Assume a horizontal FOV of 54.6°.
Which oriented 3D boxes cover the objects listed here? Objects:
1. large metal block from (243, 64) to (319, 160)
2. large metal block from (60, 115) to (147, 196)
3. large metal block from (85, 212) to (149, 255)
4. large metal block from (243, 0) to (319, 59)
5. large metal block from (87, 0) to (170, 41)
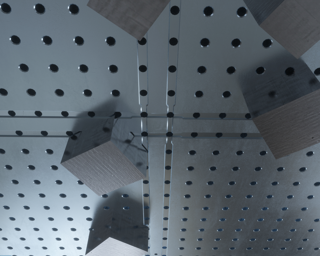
[{"bbox_3d":[0.161,-0.017,0.382,0.080,0.050,0.080,-26,126,20],"label":"large metal block"},{"bbox_3d":[-0.074,0.040,0.429,0.080,0.050,0.080,-25,126,19],"label":"large metal block"},{"bbox_3d":[-0.078,0.208,0.571,0.080,0.050,0.080,32,123,-24],"label":"large metal block"},{"bbox_3d":[0.125,-0.122,0.273,0.050,0.080,0.080,30,124,-23],"label":"large metal block"},{"bbox_3d":[-0.013,-0.134,0.261,0.050,0.080,0.080,30,124,-23],"label":"large metal block"}]
